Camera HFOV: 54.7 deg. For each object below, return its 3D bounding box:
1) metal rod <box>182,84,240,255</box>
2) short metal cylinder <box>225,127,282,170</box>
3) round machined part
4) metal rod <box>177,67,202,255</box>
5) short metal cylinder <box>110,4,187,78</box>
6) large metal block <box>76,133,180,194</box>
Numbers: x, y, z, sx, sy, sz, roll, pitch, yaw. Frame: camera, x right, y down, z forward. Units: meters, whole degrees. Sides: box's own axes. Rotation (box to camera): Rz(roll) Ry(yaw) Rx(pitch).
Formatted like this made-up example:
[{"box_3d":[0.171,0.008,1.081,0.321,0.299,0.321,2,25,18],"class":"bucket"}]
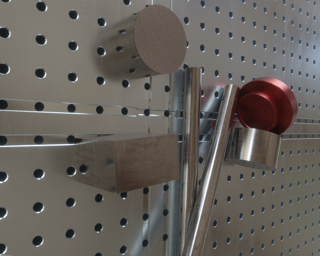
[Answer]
[{"box_3d":[0.075,0.064,0.446,0.025,0.025,0.300,37,60,-34],"class":"metal rod"},{"box_3d":[0.150,0.035,0.499,0.080,0.080,0.050,22,76,-38],"class":"short metal cylinder"},{"box_3d":[0.163,-0.029,0.497,0.042,0.098,0.097,-29,108,-39],"class":"round machined part"},{"box_3d":[0.042,0.063,0.444,0.025,0.025,0.298,4,88,-40],"class":"metal rod"},{"box_3d":[-0.013,-0.104,0.381,0.081,0.050,0.080,0,90,-40],"class":"short metal cylinder"},{"box_3d":[-0.036,0.034,0.343,0.081,0.080,0.050,-5,94,-40],"class":"large metal block"}]
